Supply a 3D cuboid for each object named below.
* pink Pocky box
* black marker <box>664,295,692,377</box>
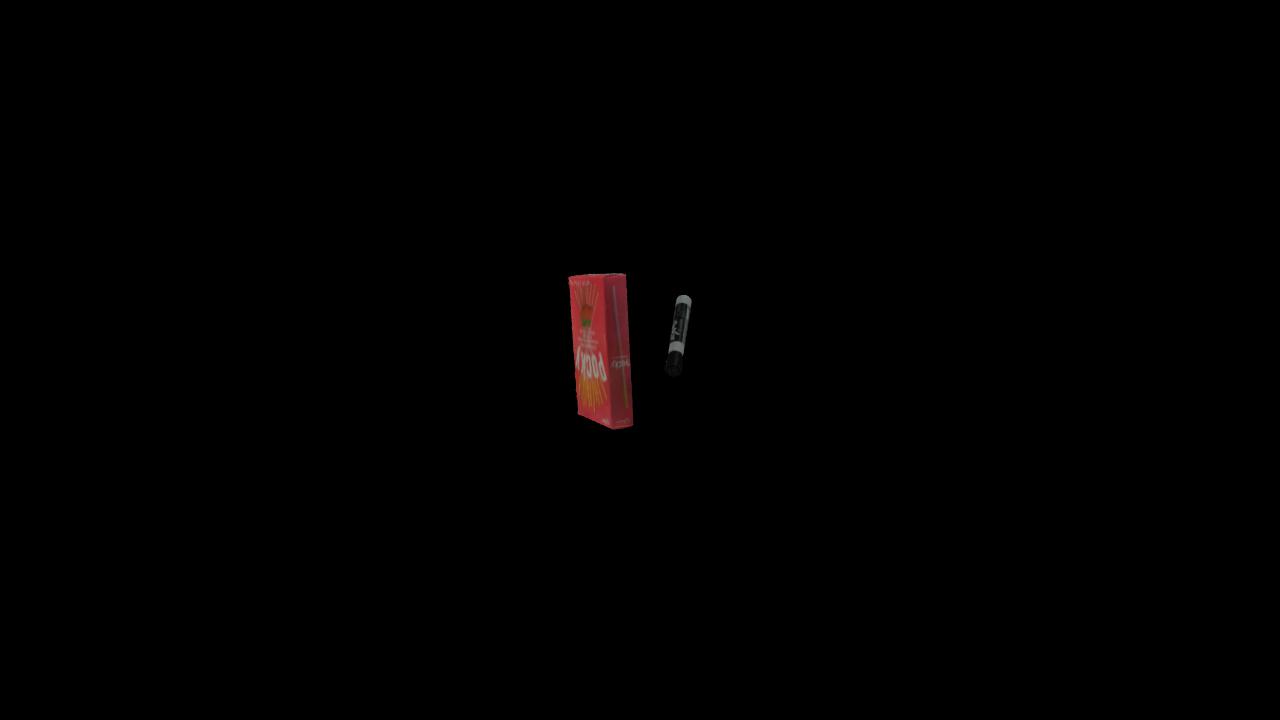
[{"bbox_3d":[-0.041,-0.011,0.637,0.029,0.155,0.084,-8,10,-29],"label":"pink Pocky box"},{"bbox_3d":[0.044,-0.028,0.698,0.020,0.121,0.020,6,-43,6],"label":"black marker"}]
